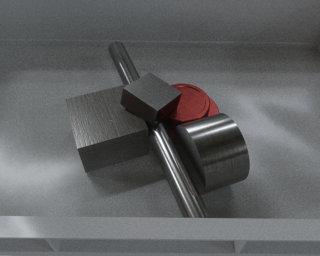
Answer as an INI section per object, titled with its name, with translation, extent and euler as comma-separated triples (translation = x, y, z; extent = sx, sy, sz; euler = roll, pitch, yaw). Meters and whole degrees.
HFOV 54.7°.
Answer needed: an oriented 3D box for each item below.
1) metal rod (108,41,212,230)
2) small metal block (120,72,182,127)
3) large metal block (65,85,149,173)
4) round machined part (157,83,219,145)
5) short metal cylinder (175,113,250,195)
[metal rod]
translation = -0.014, -0.015, 0.389
extent = 0.025, 0.025, 0.300
euler = -16, 52, -13
[small metal block]
translation = -0.010, -0.035, 0.370
extent = 0.050, 0.025, 0.050
euler = 35, 46, 17
[large metal block]
translation = -0.065, -0.001, 0.384
extent = 0.081, 0.050, 0.080
euler = -16, 52, -13
[round machined part]
translation = 0.030, -0.021, 0.410
extent = 0.099, 0.042, 0.098
euler = 0, 50, 0
[short metal cylinder]
translation = 0.055, 0.028, 0.344
extent = 0.050, 0.080, 0.080
euler = -16, 52, -13
